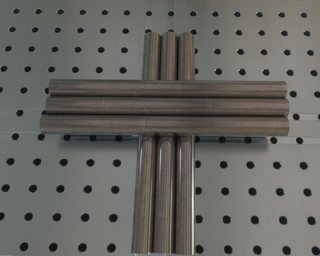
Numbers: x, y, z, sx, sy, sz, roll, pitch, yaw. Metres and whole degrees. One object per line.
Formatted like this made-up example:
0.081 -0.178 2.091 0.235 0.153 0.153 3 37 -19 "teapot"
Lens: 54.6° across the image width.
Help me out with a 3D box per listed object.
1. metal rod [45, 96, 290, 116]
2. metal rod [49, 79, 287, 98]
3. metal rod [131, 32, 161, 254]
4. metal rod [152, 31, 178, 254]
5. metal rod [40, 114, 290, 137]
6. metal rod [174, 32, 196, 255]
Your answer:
0.009 -0.027 0.395 0.302 0.025 0.025 1 70 0 "metal rod"
0.010 -0.050 0.404 0.302 0.025 0.025 1 70 0 "metal rod"
-0.016 0.005 0.410 0.025 0.025 0.299 2 70 1 "metal rod"
0.009 0.004 0.410 0.025 0.025 0.299 2 70 1 "metal rod"
0.006 -0.003 0.386 0.302 0.025 0.025 1 70 0 "metal rod"
0.034 0.006 0.410 0.025 0.025 0.299 2 70 1 "metal rod"
